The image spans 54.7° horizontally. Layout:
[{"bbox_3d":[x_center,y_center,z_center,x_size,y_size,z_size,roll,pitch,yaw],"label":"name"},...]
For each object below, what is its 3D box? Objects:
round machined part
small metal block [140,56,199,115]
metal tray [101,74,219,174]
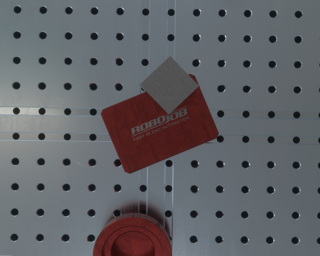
[{"bbox_3d":[-0.034,0.159,0.405,0.099,0.042,0.097,0,90,0],"label":"round machined part"},{"bbox_3d":[0.011,-0.051,0.383,0.050,0.025,0.050,-44,90,0],"label":"small metal block"},{"bbox_3d":[0.000,-0.006,0.411,0.131,0.030,0.090,-22,90,0],"label":"metal tray"}]
